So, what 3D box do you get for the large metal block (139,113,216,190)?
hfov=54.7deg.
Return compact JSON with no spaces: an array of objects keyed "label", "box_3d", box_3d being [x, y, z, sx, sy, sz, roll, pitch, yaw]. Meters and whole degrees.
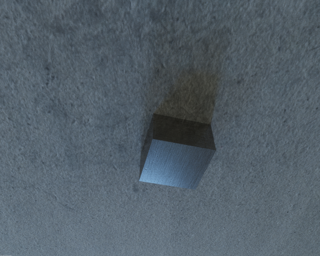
[{"label":"large metal block","box_3d":[0.020,0.034,0.420,0.081,0.050,0.079,11,129,-10]}]
